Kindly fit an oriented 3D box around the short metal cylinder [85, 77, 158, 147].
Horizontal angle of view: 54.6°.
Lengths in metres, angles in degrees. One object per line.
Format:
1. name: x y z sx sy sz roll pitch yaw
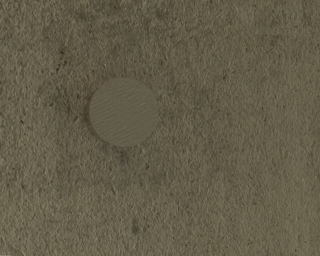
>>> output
1. short metal cylinder: -0.048 -0.018 0.378 0.081 0.050 0.080 0 90 -20
